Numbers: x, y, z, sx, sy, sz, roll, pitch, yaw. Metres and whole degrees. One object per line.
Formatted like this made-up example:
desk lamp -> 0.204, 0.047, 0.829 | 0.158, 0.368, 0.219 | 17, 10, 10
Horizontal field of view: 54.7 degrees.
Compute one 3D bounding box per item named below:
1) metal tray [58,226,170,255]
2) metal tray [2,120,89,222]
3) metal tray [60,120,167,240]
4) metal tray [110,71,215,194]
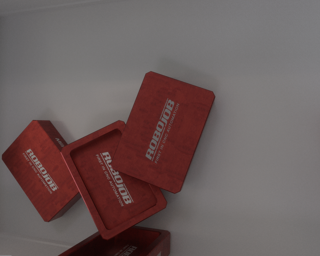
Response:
metal tray -> -0.050, 0.153, 0.372 | 0.090, 0.130, 0.030 | 2, 91, 20
metal tray -> -0.171, 0.062, 0.468 | 0.090, 0.030, 0.130 | -44, 77, 14
metal tray -> -0.060, 0.066, 0.407 | 0.091, 0.030, 0.130 | -27, 80, -12
metal tray -> 0.005, 0.005, 0.386 | 0.090, 0.030, 0.129 | 20, 86, 9
